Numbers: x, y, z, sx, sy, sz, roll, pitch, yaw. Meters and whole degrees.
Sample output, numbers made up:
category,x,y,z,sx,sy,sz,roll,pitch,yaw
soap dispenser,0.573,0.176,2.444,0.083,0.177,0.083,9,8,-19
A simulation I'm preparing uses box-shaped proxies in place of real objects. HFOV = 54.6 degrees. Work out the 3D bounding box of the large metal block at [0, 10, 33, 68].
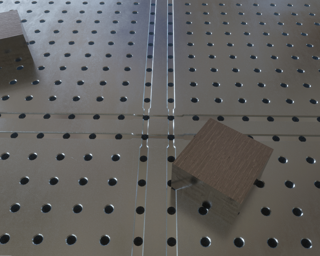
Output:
category,x,y,z,sx,sy,sz,roll,pitch,yaw
large metal block,-0.265,-0.146,0.513,0.081,0.050,0.080,-18,52,-15

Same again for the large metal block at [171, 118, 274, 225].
category,x,y,z,sx,sy,sz,roll,pitch,yaw
large metal block,0.069,0.046,0.353,0.080,0.050,0.080,29,56,22
